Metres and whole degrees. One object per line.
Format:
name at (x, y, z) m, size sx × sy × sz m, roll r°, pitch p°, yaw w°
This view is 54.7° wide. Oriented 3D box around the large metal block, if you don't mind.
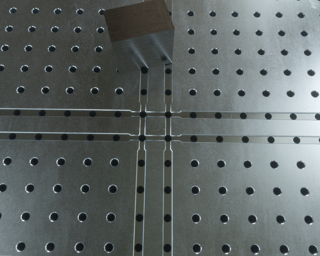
large metal block at (-0.027, -0.123, 0.427) m, size 0.081 × 0.080 × 0.050 m, roll -15°, pitch 71°, yaw -6°
